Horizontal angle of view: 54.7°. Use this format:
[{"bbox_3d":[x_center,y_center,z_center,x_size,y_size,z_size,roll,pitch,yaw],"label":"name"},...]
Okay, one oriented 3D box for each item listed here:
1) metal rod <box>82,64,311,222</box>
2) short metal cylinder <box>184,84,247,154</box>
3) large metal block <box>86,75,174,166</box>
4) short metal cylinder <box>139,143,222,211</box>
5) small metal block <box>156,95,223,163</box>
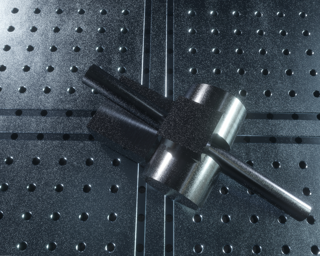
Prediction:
[{"bbox_3d":[0.046,0.020,0.359,0.301,0.025,0.025,33,73,-5],"label":"metal rod"},{"bbox_3d":[0.059,-0.010,0.384,0.080,0.080,0.050,26,72,9],"label":"short metal cylinder"},{"bbox_3d":[-0.032,-0.008,0.395,0.080,0.050,0.080,28,72,9],"label":"large metal block"},{"bbox_3d":[0.024,0.054,0.359,0.080,0.080,0.050,28,73,10],"label":"short metal cylinder"},{"bbox_3d":[0.032,0.000,0.324,0.050,0.025,0.050,25,72,17],"label":"small metal block"}]
